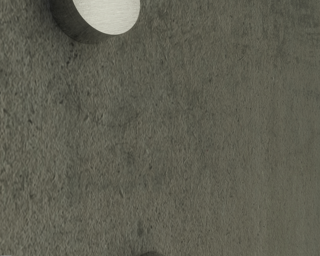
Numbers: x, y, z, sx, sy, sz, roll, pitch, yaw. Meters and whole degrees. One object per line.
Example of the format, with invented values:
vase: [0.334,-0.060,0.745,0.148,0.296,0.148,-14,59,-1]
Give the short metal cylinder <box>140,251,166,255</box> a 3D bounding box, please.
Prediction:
short metal cylinder: [-0.001,0.203,0.388,0.081,0.050,0.080,0,90,-40]

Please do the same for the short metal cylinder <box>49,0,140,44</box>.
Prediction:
short metal cylinder: [-0.069,-0.135,0.330,0.081,0.050,0.080,0,90,-40]
